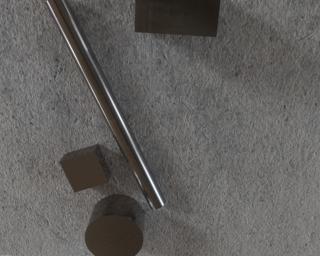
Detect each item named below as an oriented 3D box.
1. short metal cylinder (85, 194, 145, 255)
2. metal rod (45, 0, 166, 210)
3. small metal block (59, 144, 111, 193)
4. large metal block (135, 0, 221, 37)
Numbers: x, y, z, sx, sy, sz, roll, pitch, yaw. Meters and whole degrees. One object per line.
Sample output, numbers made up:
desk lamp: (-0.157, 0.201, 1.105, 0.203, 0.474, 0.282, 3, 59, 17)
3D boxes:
short metal cylinder: (-0.063, 0.144, 0.449, 0.081, 0.050, 0.079, 0, 110, 0)
metal rod: (-0.061, -0.019, 0.402, 0.025, 0.025, 0.299, -22, 109, 8)
small metal block: (-0.102, 0.056, 0.429, 0.050, 0.025, 0.050, -17, 109, 6)
large metal block: (0.017, -0.129, 0.333, 0.081, 0.080, 0.050, 3, 110, -1)
